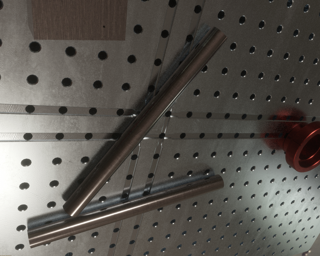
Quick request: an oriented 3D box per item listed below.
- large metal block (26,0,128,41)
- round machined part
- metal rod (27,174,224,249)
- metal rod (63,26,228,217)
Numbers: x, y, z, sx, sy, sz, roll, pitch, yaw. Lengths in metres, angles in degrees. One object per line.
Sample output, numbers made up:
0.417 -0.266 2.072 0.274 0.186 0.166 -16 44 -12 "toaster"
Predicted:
-0.075 -0.125 0.277 0.081 0.050 0.079 -7 122 -25 "large metal block"
0.268 0.030 0.569 0.099 0.042 0.097 -14 125 -21 "round machined part"
-0.036 0.118 0.466 0.303 0.025 0.025 -11 124 -23 "metal rod"
-0.023 -0.003 0.397 0.299 0.025 0.025 -50 129 7 "metal rod"
